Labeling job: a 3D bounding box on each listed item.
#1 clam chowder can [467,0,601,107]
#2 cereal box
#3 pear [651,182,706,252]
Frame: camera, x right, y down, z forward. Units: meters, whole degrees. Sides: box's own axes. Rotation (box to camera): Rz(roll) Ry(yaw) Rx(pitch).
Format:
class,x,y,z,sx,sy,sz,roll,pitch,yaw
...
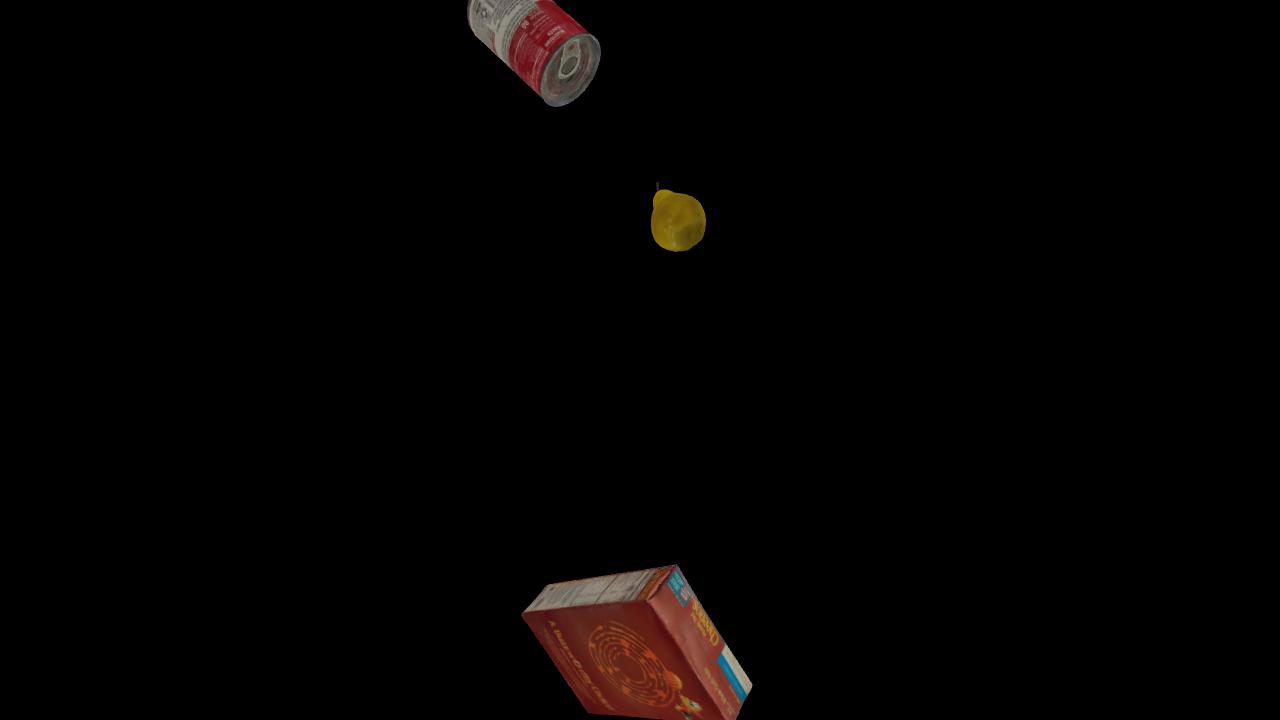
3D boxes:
class,x,y,z,sx,sy,sz,roll,pitch,yaw
clam chowder can,-0.093,-0.280,0.534,0.102,0.068,0.068,45,11,11
cereal box,-0.015,0.411,0.884,0.306,0.203,0.081,-28,7,42
pear,0.041,-0.200,0.843,0.080,0.080,0.111,0,39,-34
